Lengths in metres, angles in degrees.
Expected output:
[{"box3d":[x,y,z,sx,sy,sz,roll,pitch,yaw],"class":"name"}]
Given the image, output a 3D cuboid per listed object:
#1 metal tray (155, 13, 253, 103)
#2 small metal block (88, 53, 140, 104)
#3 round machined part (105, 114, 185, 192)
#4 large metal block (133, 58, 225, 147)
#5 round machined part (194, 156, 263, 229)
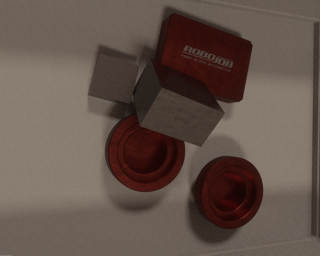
[{"box3d":[0.060,-0.093,0.431,0.131,0.030,0.090,13,86,-20],"class":"metal tray"},{"box3d":[-0.059,-0.060,0.390,0.050,0.025,0.050,14,85,-20],"class":"small metal block"},{"box3d":[-0.021,0.029,0.395,0.099,0.042,0.097,0,90,-20],"class":"round machined part"},{"box3d":[0.018,-0.031,0.368,0.081,0.080,0.050,19,118,-23],"class":"large metal block"},{"box3d":[0.092,0.088,0.437,0.099,0.042,0.097,0,90,-21],"class":"round machined part"}]
